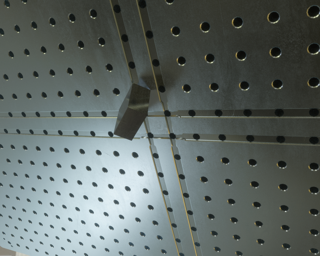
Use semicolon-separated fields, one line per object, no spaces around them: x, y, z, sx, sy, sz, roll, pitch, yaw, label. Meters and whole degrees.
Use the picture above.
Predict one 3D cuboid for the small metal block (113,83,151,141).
-0.036;-0.021;0.398;0.025;0.050;0.050;21;131;-15;small metal block
